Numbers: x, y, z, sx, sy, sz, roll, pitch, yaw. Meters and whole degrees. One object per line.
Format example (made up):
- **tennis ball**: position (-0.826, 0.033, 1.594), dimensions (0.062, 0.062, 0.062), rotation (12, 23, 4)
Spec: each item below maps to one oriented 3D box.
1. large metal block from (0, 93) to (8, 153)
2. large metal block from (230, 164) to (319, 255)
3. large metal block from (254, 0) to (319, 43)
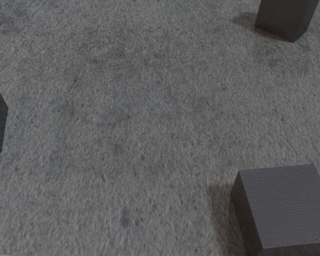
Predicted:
- **large metal block**: position (-0.247, -0.009, 0.391), dimensions (0.081, 0.050, 0.080), rotation (-8, 51, -8)
- **large metal block**: position (0.125, 0.087, 0.316), dimensions (0.081, 0.050, 0.080), rotation (-4, 50, -4)
- **large metal block**: position (0.225, -0.211, 0.548), dimensions (0.080, 0.080, 0.050), rotation (35, 58, 25)
